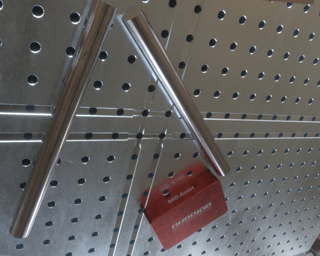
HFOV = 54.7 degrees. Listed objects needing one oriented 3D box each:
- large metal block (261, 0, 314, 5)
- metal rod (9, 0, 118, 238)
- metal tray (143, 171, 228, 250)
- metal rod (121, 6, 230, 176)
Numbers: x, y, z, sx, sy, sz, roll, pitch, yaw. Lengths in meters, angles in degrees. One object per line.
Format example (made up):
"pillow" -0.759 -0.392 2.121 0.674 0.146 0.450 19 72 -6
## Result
"large metal block" 0.143 -0.191 0.357 0.081 0.050 0.079 -7 122 -25
"metal rod" -0.116 0.004 0.350 0.025 0.025 0.298 14 111 -34
"metal tray" 0.047 0.139 0.522 0.131 0.030 0.090 -29 129 -10
"metal rod" 0.038 -0.025 0.417 0.025 0.025 0.300 -38 130 -3
